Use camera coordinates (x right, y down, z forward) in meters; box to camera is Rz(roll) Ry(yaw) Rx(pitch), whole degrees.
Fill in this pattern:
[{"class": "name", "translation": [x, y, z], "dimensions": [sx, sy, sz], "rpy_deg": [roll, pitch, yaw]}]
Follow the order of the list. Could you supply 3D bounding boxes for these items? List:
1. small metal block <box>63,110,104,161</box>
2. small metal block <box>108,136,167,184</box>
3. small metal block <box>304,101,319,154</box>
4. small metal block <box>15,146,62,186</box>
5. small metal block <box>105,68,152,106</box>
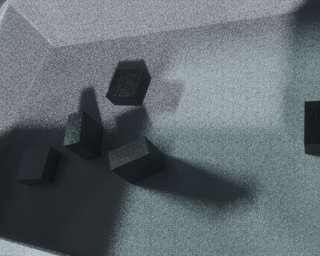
[{"class": "small metal block", "translation": [-0.106, 0.011, 0.436], "dimensions": [0.025, 0.050, 0.050], "rpy_deg": [-14, 56, 20]}, {"class": "small metal block", "translation": [-0.027, 0.040, 0.378], "dimensions": [0.050, 0.050, 0.025], "rpy_deg": [-24, 53, 13]}, {"class": "small metal block", "translation": [0.175, -0.001, 0.314], "dimensions": [0.050, 0.025, 0.050], "rpy_deg": [-1, 61, 27]}, {"class": "small metal block", "translation": [-0.181, 0.057, 0.463], "dimensions": [0.050, 0.025, 0.050], "rpy_deg": [-7, 58, 24]}, {"class": "small metal block", "translation": [-0.047, -0.061, 0.466], "dimensions": [0.050, 0.025, 0.050], "rpy_deg": [4, 63, 29]}]
